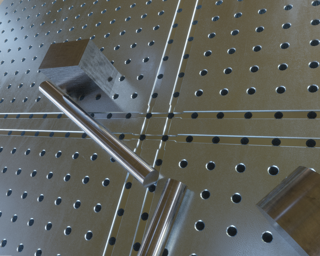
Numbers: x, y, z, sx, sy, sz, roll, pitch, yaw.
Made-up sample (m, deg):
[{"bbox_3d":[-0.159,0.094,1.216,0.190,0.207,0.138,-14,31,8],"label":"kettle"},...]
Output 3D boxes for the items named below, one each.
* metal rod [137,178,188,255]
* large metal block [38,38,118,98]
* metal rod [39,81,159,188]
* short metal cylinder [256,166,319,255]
[{"bbox_3d":[-0.036,0.193,0.307,0.025,0.025,0.300,11,67,32],"label":"metal rod"},{"bbox_3d":[-0.127,-0.092,0.494,0.080,0.080,0.050,1,63,28],"label":"large metal block"},{"bbox_3d":[-0.108,-0.006,0.466,0.300,0.025,0.025,35,81,38],"label":"metal rod"},{"bbox_3d":[0.128,0.078,0.258,0.050,0.080,0.080,-42,51,-1],"label":"short metal cylinder"}]
